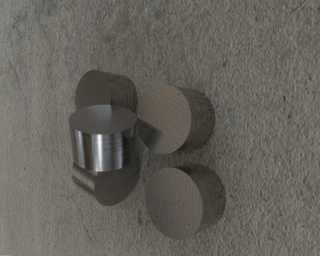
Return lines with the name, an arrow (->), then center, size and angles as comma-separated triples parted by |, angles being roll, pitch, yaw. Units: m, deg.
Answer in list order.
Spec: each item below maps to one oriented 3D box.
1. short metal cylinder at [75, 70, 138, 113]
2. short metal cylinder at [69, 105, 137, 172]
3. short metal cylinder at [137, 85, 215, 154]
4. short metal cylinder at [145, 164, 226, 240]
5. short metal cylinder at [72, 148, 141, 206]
short metal cylinder -> -0.080, -0.042, 0.455 | 0.080, 0.050, 0.080 | 0, 90, 40
short metal cylinder -> -0.069, 0.010, 0.385 | 0.080, 0.081, 0.050 | 26, 126, 37
short metal cylinder -> 0.019, -0.010, 0.374 | 0.080, 0.050, 0.080 | 0, 90, 40
short metal cylinder -> 0.030, 0.084, 0.364 | 0.080, 0.050, 0.080 | 0, 90, 40
short metal cylinder -> -0.073, 0.060, 0.430 | 0.050, 0.081, 0.079 | 22, 104, 38
